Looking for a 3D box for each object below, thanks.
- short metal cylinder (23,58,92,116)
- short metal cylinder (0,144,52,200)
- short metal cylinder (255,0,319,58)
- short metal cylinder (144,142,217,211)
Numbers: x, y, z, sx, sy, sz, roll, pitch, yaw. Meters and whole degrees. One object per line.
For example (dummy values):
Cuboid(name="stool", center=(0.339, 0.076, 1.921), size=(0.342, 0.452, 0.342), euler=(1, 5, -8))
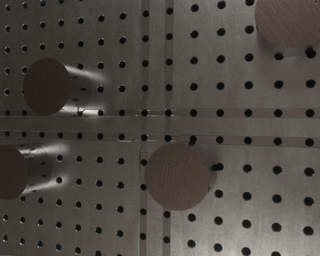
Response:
Cuboid(name="short metal cylinder", center=(-0.148, -0.057, 0.450), size=(0.080, 0.050, 0.079), euler=(0, 90, 19))
Cuboid(name="short metal cylinder", center=(-0.215, 0.065, 0.473), size=(0.080, 0.050, 0.079), euler=(0, 90, 19))
Cuboid(name="short metal cylinder", center=(0.149, -0.124, 0.347), size=(0.080, 0.050, 0.079), euler=(0, 90, 19))
Cuboid(name="short metal cylinder", center=(0.027, 0.058, 0.389), size=(0.080, 0.050, 0.079), euler=(0, 90, 19))
